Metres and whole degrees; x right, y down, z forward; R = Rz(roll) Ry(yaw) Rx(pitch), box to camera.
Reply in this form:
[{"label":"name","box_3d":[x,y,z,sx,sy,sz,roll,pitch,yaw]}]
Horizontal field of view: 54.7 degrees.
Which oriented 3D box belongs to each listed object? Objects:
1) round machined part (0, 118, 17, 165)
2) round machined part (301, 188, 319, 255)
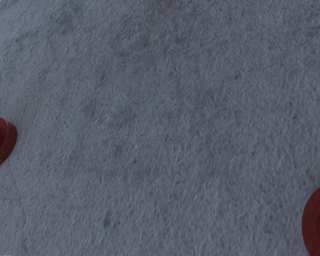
[{"label":"round machined part","box_3d":[-0.300,0.023,0.533,0.098,0.042,0.098,-13,56,20]},{"label":"round machined part","box_3d":[0.169,0.089,0.250,0.098,0.042,0.098,-13,56,20]}]
